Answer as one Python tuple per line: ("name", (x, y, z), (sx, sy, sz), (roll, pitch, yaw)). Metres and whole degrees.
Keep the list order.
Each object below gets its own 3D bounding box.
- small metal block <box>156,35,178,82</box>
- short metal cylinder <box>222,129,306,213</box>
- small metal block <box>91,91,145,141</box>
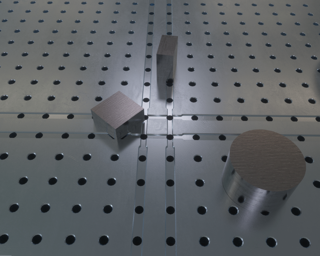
("small metal block", (0.011, -0.109, 0.483), (0.025, 0.050, 0.050), (7, 51, 6))
("short metal cylinder", (0.115, 0.048, 0.352), (0.081, 0.050, 0.080), (1, 50, -1))
("small metal block", (-0.057, -0.017, 0.422), (0.050, 0.025, 0.050), (36, 59, 26))
